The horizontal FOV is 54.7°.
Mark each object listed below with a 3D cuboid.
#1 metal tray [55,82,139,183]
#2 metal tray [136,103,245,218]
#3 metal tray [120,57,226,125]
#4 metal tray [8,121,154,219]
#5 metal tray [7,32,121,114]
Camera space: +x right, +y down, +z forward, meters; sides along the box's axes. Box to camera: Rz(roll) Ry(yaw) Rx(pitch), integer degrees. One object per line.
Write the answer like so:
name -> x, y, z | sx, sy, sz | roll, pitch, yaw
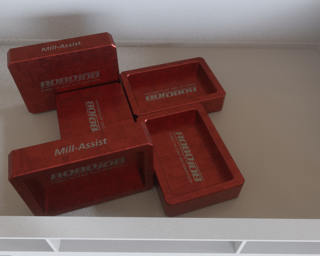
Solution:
metal tray -> -0.079, 0.002, 0.396 | 0.091, 0.030, 0.130 | -13, 51, -12
metal tray -> 0.031, 0.032, 0.373 | 0.091, 0.030, 0.130 | -13, 51, -12
metal tray -> 0.016, -0.053, 0.445 | 0.131, 0.030, 0.090 | -13, 51, -12
metal tray -> -0.073, 0.046, 0.320 | 0.131, 0.089, 0.030 | -13, 52, -12
metal tray -> -0.122, -0.073, 0.418 | 0.131, 0.089, 0.030 | -14, 52, -12
